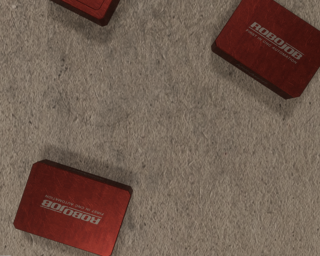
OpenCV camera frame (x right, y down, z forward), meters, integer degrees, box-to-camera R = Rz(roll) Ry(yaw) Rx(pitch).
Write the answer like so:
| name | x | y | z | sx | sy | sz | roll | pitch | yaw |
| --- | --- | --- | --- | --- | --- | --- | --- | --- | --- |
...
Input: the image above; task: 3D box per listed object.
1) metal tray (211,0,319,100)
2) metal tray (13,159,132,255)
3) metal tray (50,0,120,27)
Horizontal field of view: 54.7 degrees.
| name | x | y | z | sx | sy | sz | roll | pitch | yaw |
| --- | --- | --- | --- | --- | --- | --- | --- | --- | --- |
| metal tray | 0.146 | -0.109 | 0.409 | 0.130 | 0.030 | 0.090 | 33 | 90 | -1 |
| metal tray | -0.111 | 0.103 | 0.406 | 0.131 | 0.030 | 0.090 | 18 | 90 | -1 |
| metal tray | -0.084 | -0.213 | 0.406 | 0.090 | 0.030 | 0.130 | 27 | 90 | -1 |
